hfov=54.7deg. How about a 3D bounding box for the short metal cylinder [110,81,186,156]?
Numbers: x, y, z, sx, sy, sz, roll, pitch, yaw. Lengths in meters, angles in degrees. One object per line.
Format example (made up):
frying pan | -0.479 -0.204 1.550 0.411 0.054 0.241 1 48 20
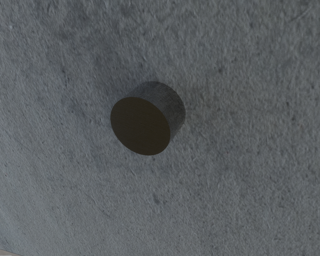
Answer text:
short metal cylinder | -0.014 -0.012 0.389 0.080 0.050 0.079 13 124 20
